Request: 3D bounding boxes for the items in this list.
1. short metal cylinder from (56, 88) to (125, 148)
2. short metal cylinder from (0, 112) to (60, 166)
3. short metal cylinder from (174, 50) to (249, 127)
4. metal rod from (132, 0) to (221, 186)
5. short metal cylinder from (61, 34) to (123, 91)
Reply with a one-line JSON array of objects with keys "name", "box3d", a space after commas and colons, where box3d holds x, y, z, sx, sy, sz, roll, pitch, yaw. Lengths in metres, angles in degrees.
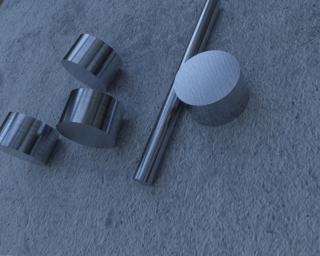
[{"name": "short metal cylinder", "box3d": [-0.094, -0.011, 0.425, 0.080, 0.080, 0.050, -1, 61, 27]}, {"name": "short metal cylinder", "box3d": [-0.199, 0.017, 0.463, 0.080, 0.080, 0.050, 6, 65, 31]}, {"name": "short metal cylinder", "box3d": [0.064, -0.049, 0.384, 0.080, 0.050, 0.080, -13, 56, 21]}, {"name": "metal rod", "box3d": [0.030, -0.065, 0.427, 0.025, 0.025, 0.300, 9, 66, 32]}, {"name": "short metal cylinder", "box3d": [-0.106, -0.101, 0.486, 0.080, 0.080, 0.050, 19, 72, 35]}]
